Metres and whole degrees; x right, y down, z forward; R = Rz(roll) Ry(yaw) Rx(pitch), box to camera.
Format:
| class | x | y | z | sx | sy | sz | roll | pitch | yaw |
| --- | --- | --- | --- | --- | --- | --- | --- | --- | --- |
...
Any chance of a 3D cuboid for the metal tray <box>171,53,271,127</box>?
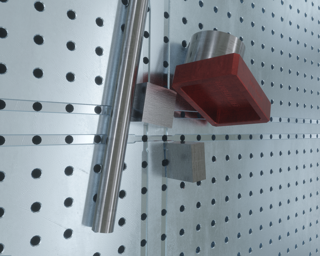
| class | x | y | z | sx | sy | sz | roll | pitch | yaw |
| --- | --- | --- | --- | --- | --- | --- | --- | --- | --- |
| metal tray | 0.088 | -0.045 | 0.425 | 0.130 | 0.090 | 0.030 | 37 | 57 | -46 |

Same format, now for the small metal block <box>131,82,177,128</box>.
| class | x | y | z | sx | sy | sz | roll | pitch | yaw |
| --- | --- | --- | --- | --- | --- | --- | --- | --- | --- |
| small metal block | -0.008 | -0.028 | 0.405 | 0.050 | 0.025 | 0.050 | 13 | 82 | -39 |

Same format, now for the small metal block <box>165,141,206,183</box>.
| class | x | y | z | sx | sy | sz | roll | pitch | yaw |
| --- | --- | --- | --- | --- | --- | --- | --- | --- | --- |
| small metal block | 0.035 | 0.045 | 0.424 | 0.025 | 0.050 | 0.050 | -6 | 94 | -40 |

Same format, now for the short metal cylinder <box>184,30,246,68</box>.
| class | x | y | z | sx | sy | sz | roll | pitch | yaw |
| --- | --- | --- | --- | --- | --- | --- | --- | --- | --- |
| short metal cylinder | 0.076 | -0.094 | 0.439 | 0.080 | 0.080 | 0.050 | 24 | 75 | -38 |

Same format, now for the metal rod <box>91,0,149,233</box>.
| class | x | y | z | sx | sy | sz | roll | pitch | yaw |
| --- | --- | --- | --- | --- | --- | --- | --- | --- | --- |
| metal rod | -0.045 | -0.029 | 0.372 | 0.025 | 0.025 | 0.298 | 14 | 81 | -40 |
